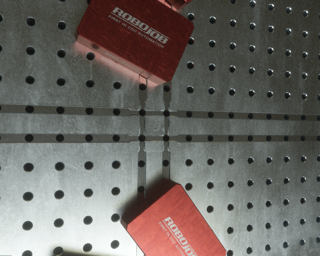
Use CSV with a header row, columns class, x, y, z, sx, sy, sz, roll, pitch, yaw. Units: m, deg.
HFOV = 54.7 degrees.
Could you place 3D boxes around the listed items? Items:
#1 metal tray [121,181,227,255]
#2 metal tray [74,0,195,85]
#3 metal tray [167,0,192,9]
class,x,y,z,sx,sy,sz,roll,pitch,yaw
metal tray,0.021,0.148,0.419,0.090,0.030,0.130,-37,102,-17
metal tray,-0.030,-0.125,0.399,0.131,0.030,0.090,26,81,-19
metal tray,0.006,-0.237,0.413,0.130,0.030,0.090,34,79,-17
